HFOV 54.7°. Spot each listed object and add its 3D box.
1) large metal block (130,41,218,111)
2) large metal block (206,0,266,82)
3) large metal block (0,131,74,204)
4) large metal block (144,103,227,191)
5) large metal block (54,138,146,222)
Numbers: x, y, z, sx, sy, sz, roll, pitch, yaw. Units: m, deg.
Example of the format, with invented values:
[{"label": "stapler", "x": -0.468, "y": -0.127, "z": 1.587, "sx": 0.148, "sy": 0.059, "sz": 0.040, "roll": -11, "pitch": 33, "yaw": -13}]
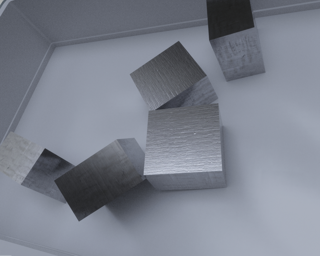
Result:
[{"label": "large metal block", "x": 0.017, "y": -0.056, "z": 0.414, "sx": 0.080, "sy": 0.050, "sz": 0.080, "roll": -33, "pitch": 52, "yaw": 6}, {"label": "large metal block", "x": 0.096, "y": -0.119, "z": 0.392, "sx": 0.050, "sy": 0.080, "sz": 0.080, "roll": -12, "pitch": 57, "yaw": 22}, {"label": "large metal block", "x": -0.166, "y": 0.054, "z": 0.422, "sx": 0.080, "sy": 0.080, "sz": 0.050, "roll": 18, "pitch": 71, "yaw": 34}, {"label": "large metal block", "x": 0.030, "y": 0.023, "z": 0.351, "sx": 0.080, "sy": 0.050, "sz": 0.080, "roll": -5, "pitch": 59, "yaw": 14}, {"label": "large metal block", "x": -0.058, "y": 0.055, "z": 0.357, "sx": 0.080, "sy": 0.080, "sz": 0.050, "roll": -33, "pitch": 85, "yaw": 6}]
